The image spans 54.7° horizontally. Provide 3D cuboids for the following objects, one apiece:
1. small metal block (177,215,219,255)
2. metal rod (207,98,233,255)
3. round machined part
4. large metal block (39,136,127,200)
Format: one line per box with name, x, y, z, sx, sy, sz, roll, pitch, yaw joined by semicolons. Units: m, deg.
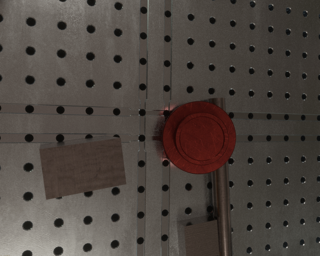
small metal block;0.053;0.154;0.434;0.050;0.025;0.050;-5;92;-20
metal rod;0.089;0.106;0.447;0.025;0.025;0.298;-3;91;-20
round machined part;0.052;0.013;0.409;0.099;0.042;0.097;0;91;-2
large metal block;-0.090;0.040;0.351;0.081;0.080;0.050;-8;93;-20
